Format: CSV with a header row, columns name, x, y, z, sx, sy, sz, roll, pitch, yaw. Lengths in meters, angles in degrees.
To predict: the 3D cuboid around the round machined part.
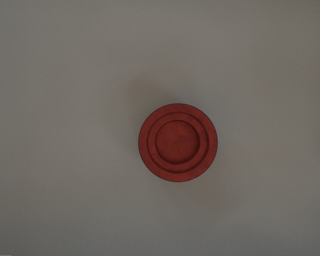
name,x,y,z,sx,sy,sz,roll,pitch,yaw
round machined part,0.022,0.018,0.403,0.099,0.042,0.097,0,90,0
